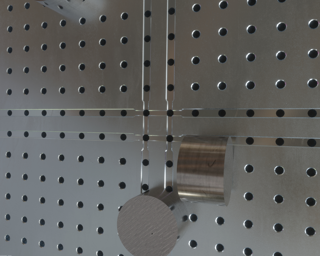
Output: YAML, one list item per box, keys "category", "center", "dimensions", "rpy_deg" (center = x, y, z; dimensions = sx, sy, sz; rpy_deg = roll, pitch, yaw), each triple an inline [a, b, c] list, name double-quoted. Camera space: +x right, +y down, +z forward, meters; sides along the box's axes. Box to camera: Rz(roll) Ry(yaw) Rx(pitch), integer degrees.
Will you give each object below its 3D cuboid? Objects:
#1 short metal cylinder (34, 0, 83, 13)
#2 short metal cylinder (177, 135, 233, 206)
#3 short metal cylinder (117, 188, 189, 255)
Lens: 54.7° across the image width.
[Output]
- category: "short metal cylinder"
  center: [-0.154, -0.217, 0.454]
  dimensions: [0.080, 0.050, 0.079]
  rpy_deg: [0, 90, 20]
- category: "short metal cylinder"
  center: [0.055, 0.049, 0.364]
  dimensions: [0.050, 0.080, 0.079]
  rpy_deg: [2, 91, 20]
- category: "short metal cylinder"
  center: [-0.008, 0.122, 0.402]
  dimensions: [0.080, 0.050, 0.079]
  rpy_deg: [0, 90, 20]
